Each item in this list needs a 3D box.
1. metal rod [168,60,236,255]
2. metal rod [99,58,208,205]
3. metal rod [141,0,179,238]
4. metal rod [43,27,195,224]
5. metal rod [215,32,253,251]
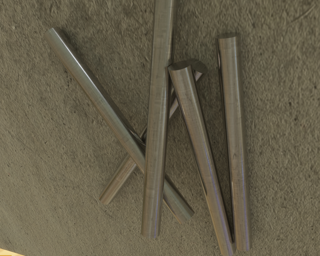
[{"bbox_3d":[0.061,0.059,0.392,0.025,0.025,0.298,-1,124,28],"label":"metal rod"},{"bbox_3d":[-0.025,0.026,0.435,0.025,0.025,0.298,38,129,3],"label":"metal rod"},{"bbox_3d":[-0.002,-0.007,0.356,0.025,0.025,0.298,11,109,22],"label":"metal rod"},{"bbox_3d":[-0.053,-0.003,0.405,0.025,0.025,0.299,-36,90,38],"label":"metal rod"},{"bbox_3d":[0.094,0.037,0.379,0.025,0.025,0.298,3,120,27],"label":"metal rod"}]
